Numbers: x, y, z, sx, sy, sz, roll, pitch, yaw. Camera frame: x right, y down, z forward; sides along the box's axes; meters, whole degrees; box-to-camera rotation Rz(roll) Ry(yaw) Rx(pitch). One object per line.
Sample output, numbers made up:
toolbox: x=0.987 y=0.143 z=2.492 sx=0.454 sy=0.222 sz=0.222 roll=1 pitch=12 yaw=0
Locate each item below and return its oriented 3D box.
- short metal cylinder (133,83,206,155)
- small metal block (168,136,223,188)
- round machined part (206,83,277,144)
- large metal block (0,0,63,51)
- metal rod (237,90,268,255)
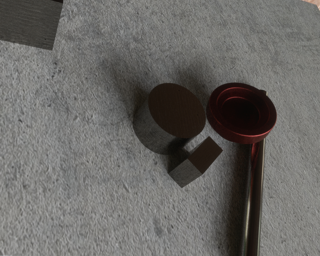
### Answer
short metal cylinder: x=0.012 y=-0.011 z=0.403 sx=0.081 sy=0.050 sz=0.080 roll=14 pitch=56 yaw=-21
small metal block: x=0.044 y=0.043 z=0.387 sx=0.025 sy=0.050 sz=0.050 roll=47 pitch=51 yaw=4
round machined part: x=0.116 y=-0.017 z=0.456 sx=0.099 sy=0.042 sz=0.098 roll=4 pitch=55 yaw=-6
large metal block: x=-0.164 y=-0.146 z=0.370 sx=0.081 sy=0.080 sz=0.050 roll=7 pitch=59 yaw=-25
metal rod: x=0.136 y=0.057 z=0.444 sx=0.025 sy=0.025 sz=0.300 roll=27 pitch=52 yaw=-12
